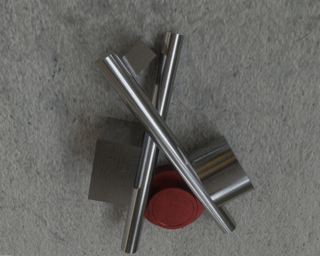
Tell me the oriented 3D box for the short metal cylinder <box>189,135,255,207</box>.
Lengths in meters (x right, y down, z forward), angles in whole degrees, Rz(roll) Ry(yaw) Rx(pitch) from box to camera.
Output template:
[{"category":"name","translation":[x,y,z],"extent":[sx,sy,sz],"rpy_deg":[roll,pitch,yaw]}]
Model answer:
[{"category":"short metal cylinder","translation":[0.081,0.056,0.404],"extent":[0.050,0.080,0.080],"rpy_deg":[-30,108,10]}]

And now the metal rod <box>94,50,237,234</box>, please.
[{"category":"metal rod","translation":[0.021,0.035,0.388],"extent":[0.025,0.025,0.299],"rpy_deg":[-31,116,10]}]

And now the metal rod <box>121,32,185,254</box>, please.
[{"category":"metal rod","translation":[-0.013,0.029,0.405],"extent":[0.025,0.025,0.298],"rpy_deg":[11,104,-5]}]

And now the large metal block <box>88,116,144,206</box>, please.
[{"category":"large metal block","translation":[-0.054,0.039,0.396],"extent":[0.050,0.080,0.079],"rpy_deg":[11,110,-5]}]

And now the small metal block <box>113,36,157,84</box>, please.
[{"category":"small metal block","translation":[-0.030,-0.080,0.367],"extent":[0.050,0.050,0.025],"rpy_deg":[-43,105,14]}]

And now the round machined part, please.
[{"category":"round machined part","translation":[0.017,0.104,0.441],"extent":[0.099,0.042,0.097],"rpy_deg":[0,110,-1]}]
